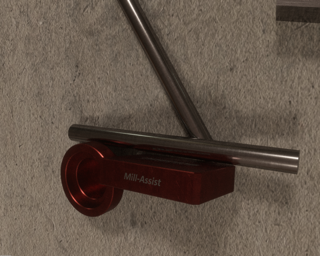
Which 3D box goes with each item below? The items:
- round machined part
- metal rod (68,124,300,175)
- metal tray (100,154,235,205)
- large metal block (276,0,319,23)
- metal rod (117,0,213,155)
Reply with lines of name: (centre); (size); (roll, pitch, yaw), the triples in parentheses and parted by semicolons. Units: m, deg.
round machined part: (-0.086, 0.066, 0.420); (0.098, 0.042, 0.097); (5, 99, 33)
metal rod: (0.008, 0.021, 0.384); (0.301, 0.025, 0.025); (6, 92, 27)
metal tray: (0.008, 0.053, 0.353); (0.130, 0.091, 0.030); (4, 91, 35)
large metal block: (0.175, -0.161, 0.334); (0.080, 0.050, 0.079); (11, 94, 19)
metal rod: (0.005, -0.078, 0.406); (0.025, 0.025, 0.299); (-30, 81, 17)
